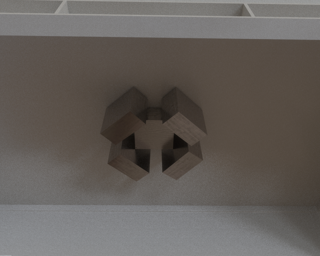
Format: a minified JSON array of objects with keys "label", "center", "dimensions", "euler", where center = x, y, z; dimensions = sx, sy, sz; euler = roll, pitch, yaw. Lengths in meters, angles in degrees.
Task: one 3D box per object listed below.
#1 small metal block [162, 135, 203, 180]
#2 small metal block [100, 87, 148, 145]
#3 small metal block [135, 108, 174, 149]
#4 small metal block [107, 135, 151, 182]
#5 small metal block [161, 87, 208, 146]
[{"label":"small metal block","center":[0.028,0.034,0.418],"dimensions":[0.025,0.050,0.050],"euler":[33,122,-26]},{"label":"small metal block","center":[-0.043,-0.015,0.377],"dimensions":[0.050,0.050,0.025],"euler":[-34,122,26]},{"label":"small metal block","center":[-0.007,0.001,0.407],"dimensions":[0.050,0.025,0.050],"euler":[0,130,-1]},{"label":"small metal block","center":[-0.040,0.036,0.421],"dimensions":[0.025,0.050,0.050],"euler":[-37,121,28]},{"label":"small metal block","center":[0.029,-0.014,0.378],"dimensions":[0.025,0.050,0.050],"euler":[-38,122,26]}]
